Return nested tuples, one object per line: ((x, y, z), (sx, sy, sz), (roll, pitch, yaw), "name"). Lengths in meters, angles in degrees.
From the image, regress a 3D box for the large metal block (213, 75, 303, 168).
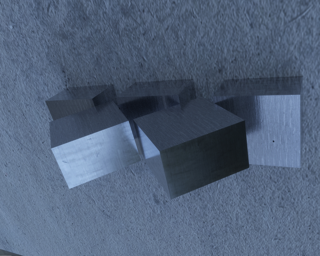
((0.108, -0.008, 0.331), (0.080, 0.050, 0.079), (2, 119, 27), "large metal block")

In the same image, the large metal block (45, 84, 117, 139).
((-0.100, -0.013, 0.435), (0.080, 0.050, 0.080), (0, 119, 27), "large metal block")

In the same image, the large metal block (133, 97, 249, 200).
((0.028, 0.014, 0.304), (0.080, 0.081, 0.050), (-135, 29, -61), "large metal block")

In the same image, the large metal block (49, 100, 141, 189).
((-0.077, 0.014, 0.356), (0.081, 0.080, 0.050), (-21, 116, -13), "large metal block")

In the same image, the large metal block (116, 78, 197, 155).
((0.002, -0.013, 0.382), (0.080, 0.050, 0.079), (1, 119, 27), "large metal block")
